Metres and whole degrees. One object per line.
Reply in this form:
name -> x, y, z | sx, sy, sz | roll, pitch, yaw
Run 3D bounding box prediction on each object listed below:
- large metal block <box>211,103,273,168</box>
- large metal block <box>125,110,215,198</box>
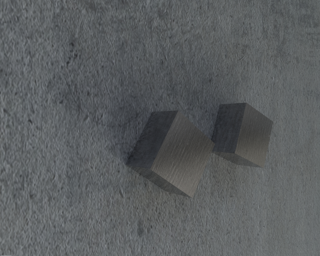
large metal block -> 0.132, 0.013, 0.499 | 0.080, 0.050, 0.080 | 26, 74, -37
large metal block -> 0.016, 0.033, 0.401 | 0.080, 0.050, 0.080 | 40, 66, -33
